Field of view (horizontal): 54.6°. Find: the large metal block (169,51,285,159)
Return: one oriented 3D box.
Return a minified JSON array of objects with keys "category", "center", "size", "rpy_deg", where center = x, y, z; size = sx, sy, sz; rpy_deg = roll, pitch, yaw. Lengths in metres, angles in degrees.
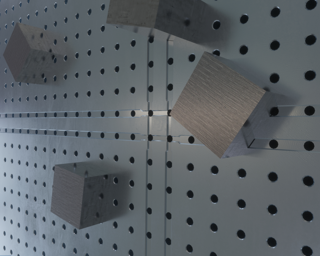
[{"category":"large metal block","center":[0.070,-0.025,0.336],"size":[0.080,0.050,0.080],"rpy_deg":[43,116,31]}]

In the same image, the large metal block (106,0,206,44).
[{"category":"large metal block","center":[-0.005,-0.140,0.378],"size":[0.080,0.081,0.050],"rpy_deg":[20,103,38]}]

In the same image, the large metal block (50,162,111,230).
[{"category":"large metal block","center":[-0.129,0.105,0.502],"size":[0.080,0.050,0.080],"rpy_deg":[12,98,39]}]

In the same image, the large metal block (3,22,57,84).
[{"category":"large metal block","center":[-0.257,-0.144,0.608],"size":[0.080,0.050,0.080],"rpy_deg":[-50,61,28]}]
